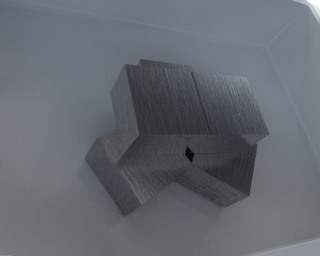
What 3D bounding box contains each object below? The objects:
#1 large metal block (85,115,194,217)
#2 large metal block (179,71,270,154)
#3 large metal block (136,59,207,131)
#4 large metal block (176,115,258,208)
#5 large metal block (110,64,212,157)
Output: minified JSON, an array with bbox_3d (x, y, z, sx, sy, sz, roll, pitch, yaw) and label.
[{"bbox_3d":[-0.024,0.039,0.351,0.081,0.050,0.080,-29,78,-37],"label":"large metal block"},{"bbox_3d":[0.070,-0.017,0.369,0.081,0.050,0.080,1,62,-28],"label":"large metal block"},{"bbox_3d":[0.008,-0.041,0.417,0.081,0.050,0.080,1,61,-28],"label":"large metal block"},{"bbox_3d":[0.072,0.043,0.399,0.080,0.050,0.080,30,52,-9],"label":"large metal block"},{"bbox_3d":[-0.002,-0.017,0.333,0.081,0.050,0.080,1,62,-28],"label":"large metal block"}]
